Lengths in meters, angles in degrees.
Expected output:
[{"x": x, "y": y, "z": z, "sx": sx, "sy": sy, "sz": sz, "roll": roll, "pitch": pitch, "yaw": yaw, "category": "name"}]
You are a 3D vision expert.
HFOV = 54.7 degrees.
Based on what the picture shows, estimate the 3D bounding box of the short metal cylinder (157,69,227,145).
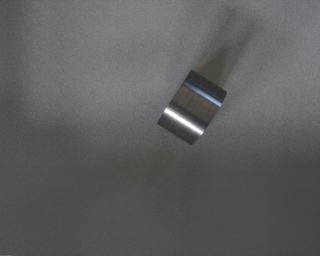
[{"x": 0.039, "y": -0.025, "z": 0.384, "sx": 0.050, "sy": 0.080, "sz": 0.080, "roll": 33, "pitch": 90, "yaw": -1, "category": "short metal cylinder"}]
